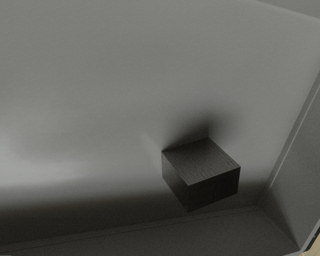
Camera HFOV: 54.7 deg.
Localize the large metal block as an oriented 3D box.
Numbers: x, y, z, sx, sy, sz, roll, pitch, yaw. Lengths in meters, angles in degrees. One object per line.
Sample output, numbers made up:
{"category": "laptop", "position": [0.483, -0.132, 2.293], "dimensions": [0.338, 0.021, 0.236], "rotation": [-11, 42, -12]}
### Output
{"category": "large metal block", "position": [0.056, 0.064, 0.445], "dimensions": [0.081, 0.080, 0.050], "rotation": [-16, 125, -20]}
